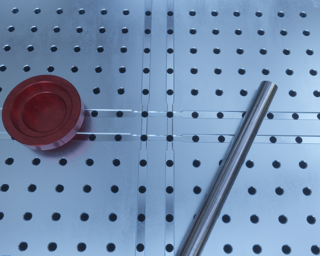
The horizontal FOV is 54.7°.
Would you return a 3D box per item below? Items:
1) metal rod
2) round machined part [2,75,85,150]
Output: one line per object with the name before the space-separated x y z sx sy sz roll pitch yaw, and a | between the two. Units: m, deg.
metal rod | 0.081 0.065 0.388 0.025 0.025 0.300 27 72 9
round machined part | -0.148 -0.017 0.408 0.099 0.042 0.098 0 70 0
